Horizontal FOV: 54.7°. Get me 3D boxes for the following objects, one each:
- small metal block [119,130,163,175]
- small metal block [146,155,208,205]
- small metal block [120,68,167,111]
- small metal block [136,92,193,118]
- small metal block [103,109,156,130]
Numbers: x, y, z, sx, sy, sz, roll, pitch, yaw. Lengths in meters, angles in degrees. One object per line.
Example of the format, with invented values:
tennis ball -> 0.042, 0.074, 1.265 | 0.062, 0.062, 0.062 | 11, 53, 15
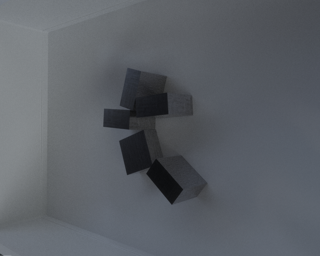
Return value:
small metal block -> -0.025, 0.034, 0.428 | 0.050, 0.025, 0.050 | -24, 75, 37
small metal block -> 0.021, 0.061, 0.374 | 0.050, 0.050, 0.025 | 46, 118, 30
small metal block -> -0.021, -0.049, 0.408 | 0.025, 0.050, 0.050 | 22, 104, 38
small metal block -> 0.006, -0.027, 0.386 | 0.050, 0.050, 0.025 | -4, 88, 40
small metal block -> -0.041, -0.012, 0.425 | 0.050, 0.050, 0.025 | 6, 94, 40
